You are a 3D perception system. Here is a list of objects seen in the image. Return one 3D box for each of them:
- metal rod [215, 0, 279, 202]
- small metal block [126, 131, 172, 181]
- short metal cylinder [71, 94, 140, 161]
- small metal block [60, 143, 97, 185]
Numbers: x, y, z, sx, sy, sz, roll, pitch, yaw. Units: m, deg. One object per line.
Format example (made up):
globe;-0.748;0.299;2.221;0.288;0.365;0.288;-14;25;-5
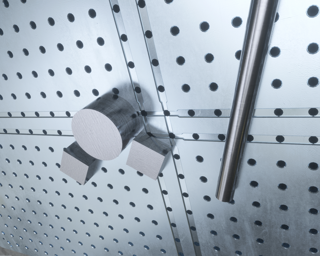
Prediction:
metal rod;0.093;-0.033;0.341;0.025;0.025;0.298;16;125;19
small metal block;-0.016;0.040;0.445;0.050;0.025;0.050;27;128;11
short metal cylinder;-0.075;-0.001;0.434;0.080;0.050;0.079;13;124;21
small metal block;-0.138;0.061;0.522;0.050;0.025;0.050;30;128;9
